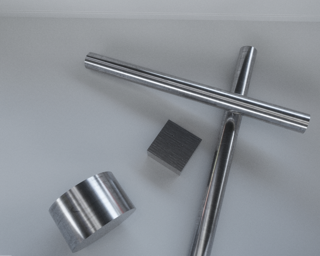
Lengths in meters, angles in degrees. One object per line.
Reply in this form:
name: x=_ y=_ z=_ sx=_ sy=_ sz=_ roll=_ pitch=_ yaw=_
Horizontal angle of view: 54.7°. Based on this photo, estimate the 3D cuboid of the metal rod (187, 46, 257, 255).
metal rod: x=0.085 y=0.022 z=0.402 sx=0.025 sy=0.025 sz=0.299 roll=16 pitch=71 yaw=5

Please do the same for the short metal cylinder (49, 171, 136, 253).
short metal cylinder: x=-0.074 y=0.093 z=0.346 sx=0.080 sy=0.080 sz=0.050 roll=-34 pitch=74 yaw=-12

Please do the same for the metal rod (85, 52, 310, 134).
metal rod: x=0.038 y=-0.051 z=0.409 sx=0.301 sy=0.025 sz=0.025 roll=18 pitch=71 yaw=13

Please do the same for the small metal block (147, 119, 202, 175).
small metal block: x=0.019 y=0.025 z=0.401 sx=0.050 sy=0.025 sz=0.050 roll=32 pitch=73 yaw=10
